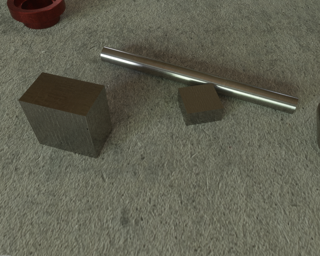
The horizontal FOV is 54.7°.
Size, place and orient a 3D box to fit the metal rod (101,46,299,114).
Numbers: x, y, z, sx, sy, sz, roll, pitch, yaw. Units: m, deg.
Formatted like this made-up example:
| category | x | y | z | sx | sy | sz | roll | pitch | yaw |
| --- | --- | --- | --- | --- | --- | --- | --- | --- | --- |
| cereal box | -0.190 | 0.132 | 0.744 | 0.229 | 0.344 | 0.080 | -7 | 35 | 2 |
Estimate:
| category | x | y | z | sx | sy | sz | roll | pitch | yaw |
| --- | --- | --- | --- | --- | --- | --- | --- | --- | --- |
| metal rod | 0.049 | -0.076 | 0.467 | 0.301 | 0.025 | 0.025 | 18 | 52 | 14 |

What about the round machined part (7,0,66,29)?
| category | x | y | z | sx | sy | sz | roll | pitch | yaw |
| --- | --- | --- | --- | --- | --- | --- | --- | --- | --- |
| round machined part | -0.225 | -0.220 | 0.574 | 0.099 | 0.042 | 0.098 | 0 | 50 | 0 |

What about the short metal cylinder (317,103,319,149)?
| category | x | y | z | sx | sy | sz | roll | pitch | yaw |
| --- | --- | --- | --- | --- | --- | --- | --- | --- | --- |
| short metal cylinder | 0.234 | -0.003 | 0.373 | 0.080 | 0.080 | 0.050 | 13 | 51 | 10 |

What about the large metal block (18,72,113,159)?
| category | x | y | z | sx | sy | sz | roll | pitch | yaw |
| --- | --- | --- | --- | --- | --- | --- | --- | --- | --- |
| large metal block | -0.110 | -0.014 | 0.378 | 0.080 | 0.080 | 0.050 | 13 | 51 | 10 |

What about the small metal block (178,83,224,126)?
| category | x | y | z | sx | sy | sz | roll | pitch | yaw |
| --- | --- | --- | --- | --- | --- | --- | --- | --- | --- |
| small metal block | 0.055 | -0.033 | 0.432 | 0.050 | 0.025 | 0.050 | -9 | 51 | -8 |
